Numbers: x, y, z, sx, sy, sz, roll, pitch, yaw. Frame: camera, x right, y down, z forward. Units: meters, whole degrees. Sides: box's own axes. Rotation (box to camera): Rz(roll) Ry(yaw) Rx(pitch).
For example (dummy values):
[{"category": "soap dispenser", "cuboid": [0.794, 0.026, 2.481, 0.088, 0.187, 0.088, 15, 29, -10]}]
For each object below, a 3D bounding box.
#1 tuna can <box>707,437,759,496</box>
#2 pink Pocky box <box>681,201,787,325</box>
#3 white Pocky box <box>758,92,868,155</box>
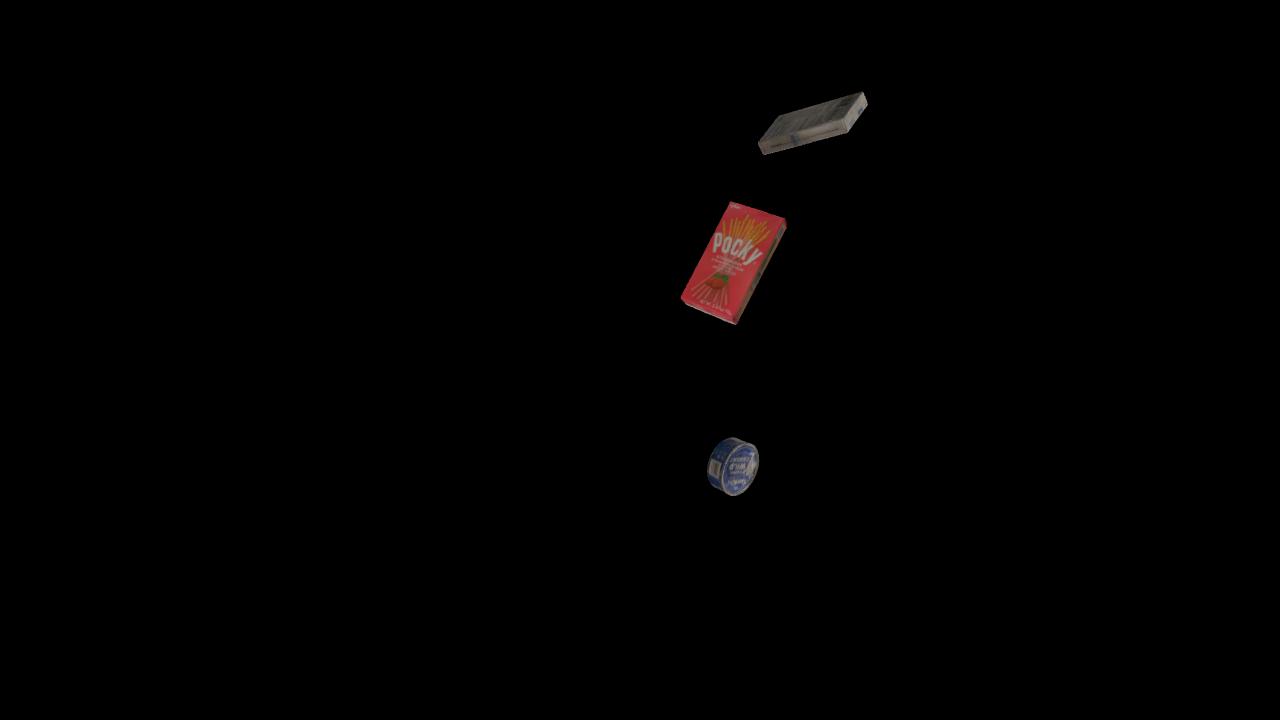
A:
[{"category": "tuna can", "cuboid": [0.141, 0.160, 0.930, 0.084, 0.084, 0.034, 0, 13, -42]}, {"category": "pink Pocky box", "cuboid": [0.126, -0.132, 0.828, 0.084, 0.155, 0.029, 26, -4, 27]}, {"category": "white Pocky box", "cuboid": [0.268, -0.371, 0.966, 0.154, 0.084, 0.028, 4, -41, 48]}]
